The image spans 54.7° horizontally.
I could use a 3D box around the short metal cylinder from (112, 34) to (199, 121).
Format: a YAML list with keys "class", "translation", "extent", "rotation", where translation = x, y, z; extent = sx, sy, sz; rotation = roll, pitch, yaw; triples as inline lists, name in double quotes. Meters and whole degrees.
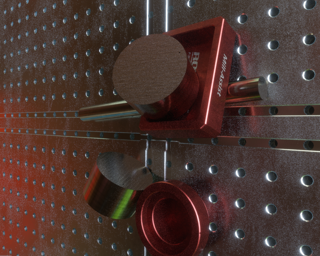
- class: "short metal cylinder"
  translation: [-0.003, -0.052, 0.333]
  extent: [0.080, 0.050, 0.080]
  rotation: [-7, 69, 18]

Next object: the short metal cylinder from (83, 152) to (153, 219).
- class: "short metal cylinder"
  translation: [-0.057, 0.076, 0.421]
  extent: [0.080, 0.081, 0.050]
  rotation: [41, 115, 32]

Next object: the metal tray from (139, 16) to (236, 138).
- class: "metal tray"
  translation: [0.031, -0.054, 0.352]
  extent: [0.090, 0.030, 0.130]
  rotation: [-2, 69, 40]

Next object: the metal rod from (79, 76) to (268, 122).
- class: "metal rod"
  translation: [-0.009, -0.032, 0.416]
  extent: [0.300, 0.025, 0.025]
  rotation: [-5, 87, 40]

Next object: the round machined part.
- class: "round machined part"
  translation: [0.019, 0.112, 0.382]
  extent: [0.098, 0.042, 0.097]
  rotation: [0, 90, 40]
